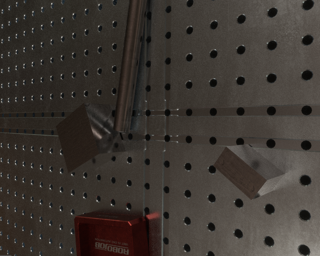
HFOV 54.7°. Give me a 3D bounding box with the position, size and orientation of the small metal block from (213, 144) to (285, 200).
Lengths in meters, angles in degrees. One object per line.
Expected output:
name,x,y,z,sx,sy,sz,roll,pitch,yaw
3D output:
small metal block,0.091,0.043,0.317,0.050,0.050,0.025,43,116,31

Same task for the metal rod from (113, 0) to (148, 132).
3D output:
metal rod,-0.035,-0.143,0.435,0.025,0.025,0.298,14,99,39

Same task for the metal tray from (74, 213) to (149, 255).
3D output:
metal tray,-0.075,0.178,0.465,0.130,0.030,0.089,-9,84,39

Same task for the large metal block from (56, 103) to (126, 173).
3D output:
large metal block,-0.109,0.016,0.481,0.080,0.050,0.080,-31,71,35
